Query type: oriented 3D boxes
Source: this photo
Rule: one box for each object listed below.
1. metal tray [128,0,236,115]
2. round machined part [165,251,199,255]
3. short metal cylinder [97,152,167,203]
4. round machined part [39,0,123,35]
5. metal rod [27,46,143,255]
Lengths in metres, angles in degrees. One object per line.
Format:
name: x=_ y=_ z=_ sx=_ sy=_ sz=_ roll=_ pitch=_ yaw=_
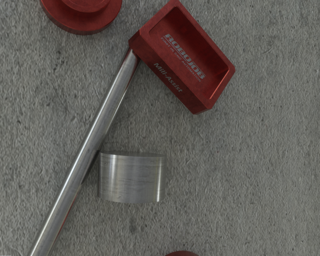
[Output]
metal tray: x=0.033 y=-0.093 z=0.404 sx=0.130 sy=0.030 sz=0.090 roll=45 pitch=57 yaw=-15
round machined part: x=0.023 y=0.211 z=0.410 sx=0.099 sy=0.042 sz=0.097 roll=0 pitch=90 yaw=-21
short metal cylinder: x=-0.033 y=0.055 z=0.369 sx=0.081 sy=0.080 sz=0.050 roll=4 pitch=89 yaw=-20
round machined part: x=-0.092 y=-0.164 z=0.366 sx=0.099 sy=0.042 sz=0.097 roll=0 pitch=90 yaw=-21
metal rod: x=-0.089 y=0.033 z=0.376 sx=0.025 sy=0.025 sz=0.299 roll=27 pitch=81 yaw=-19
